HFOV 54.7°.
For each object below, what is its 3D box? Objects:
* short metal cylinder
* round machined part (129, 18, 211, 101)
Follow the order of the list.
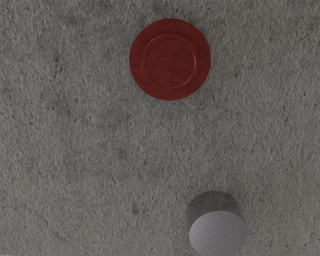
[{"bbox_3d":[0.080,0.138,0.448,0.081,0.050,0.079,0,110,0],"label":"short metal cylinder"},{"bbox_3d":[0.012,-0.080,0.371,0.099,0.042,0.097,0,110,0],"label":"round machined part"}]
